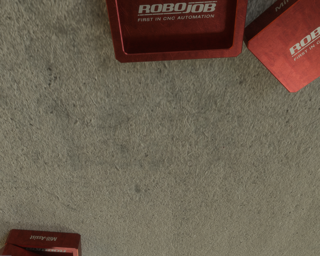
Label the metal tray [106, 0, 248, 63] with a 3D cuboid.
[{"bbox_3d":[0.017,-0.114,0.306,0.131,0.030,0.089,-3,130,2],"label":"metal tray"}]

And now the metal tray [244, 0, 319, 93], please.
[{"bbox_3d":[0.163,-0.106,0.315,0.090,0.030,0.130,36,121,-27],"label":"metal tray"}]

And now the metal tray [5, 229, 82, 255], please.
[{"bbox_3d":[-0.223,0.239,0.604,0.131,0.030,0.089,6,130,-6],"label":"metal tray"}]

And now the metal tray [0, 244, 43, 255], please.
[{"bbox_3d":[-0.285,0.274,0.594,0.090,0.030,0.130,36,122,-27],"label":"metal tray"}]
